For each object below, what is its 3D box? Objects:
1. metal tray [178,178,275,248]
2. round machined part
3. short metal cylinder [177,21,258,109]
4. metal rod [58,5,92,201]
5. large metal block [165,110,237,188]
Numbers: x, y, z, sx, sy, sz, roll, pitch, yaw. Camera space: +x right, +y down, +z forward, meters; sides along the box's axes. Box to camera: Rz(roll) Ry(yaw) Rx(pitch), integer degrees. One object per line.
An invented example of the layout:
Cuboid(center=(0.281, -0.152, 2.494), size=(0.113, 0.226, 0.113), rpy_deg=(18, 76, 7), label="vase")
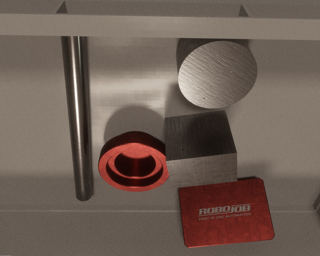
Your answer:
Cuboid(center=(0.099, 0.131, 0.477), size=(0.131, 0.090, 0.030), rpy_deg=(-8, 160, 6), label="metal tray")
Cuboid(center=(-0.034, 0.043, 0.434), size=(0.099, 0.042, 0.097), rpy_deg=(-1, 130, 0), label="round machined part")
Cuboid(center=(0.059, -0.068, 0.336), size=(0.081, 0.050, 0.079), rpy_deg=(0, 130, 0), label="short metal cylinder")
Cuboid(center=(-0.105, -0.005, 0.403), size=(0.025, 0.025, 0.298), rpy_deg=(5, 130, -5), label="metal rod")
Cuboid(center=(0.050, 0.026, 0.396), size=(0.080, 0.080, 0.050), rpy_deg=(-7, 130, 6), label="large metal block")
